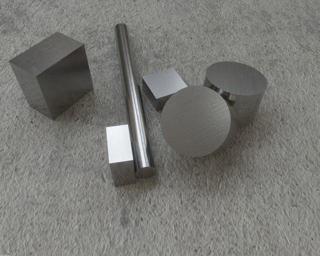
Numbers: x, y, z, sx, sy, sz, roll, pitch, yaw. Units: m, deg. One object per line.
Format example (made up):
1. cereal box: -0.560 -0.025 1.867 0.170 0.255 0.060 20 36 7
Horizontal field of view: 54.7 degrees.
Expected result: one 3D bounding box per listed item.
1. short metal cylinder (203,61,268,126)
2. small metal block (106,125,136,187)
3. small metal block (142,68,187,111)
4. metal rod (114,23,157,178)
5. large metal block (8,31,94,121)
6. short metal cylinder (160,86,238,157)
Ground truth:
1. short metal cylinder: 0.098 -0.048 0.421 0.081 0.050 0.080 4 42 -4
2. small metal block: -0.045 0.032 0.359 0.025 0.050 0.050 -8 51 -7
3. small metal block: 0.007 -0.057 0.451 0.050 0.025 0.050 -19 53 -16
4. metal rod: -0.043 -0.061 0.453 0.025 0.025 0.300 -8 50 -7
5. large metal block: -0.144 -0.071 0.426 0.050 0.080 0.080 29 56 21
6. short metal cylinder: 0.047 -0.006 0.367 0.080 0.050 0.080 -2 85 22
